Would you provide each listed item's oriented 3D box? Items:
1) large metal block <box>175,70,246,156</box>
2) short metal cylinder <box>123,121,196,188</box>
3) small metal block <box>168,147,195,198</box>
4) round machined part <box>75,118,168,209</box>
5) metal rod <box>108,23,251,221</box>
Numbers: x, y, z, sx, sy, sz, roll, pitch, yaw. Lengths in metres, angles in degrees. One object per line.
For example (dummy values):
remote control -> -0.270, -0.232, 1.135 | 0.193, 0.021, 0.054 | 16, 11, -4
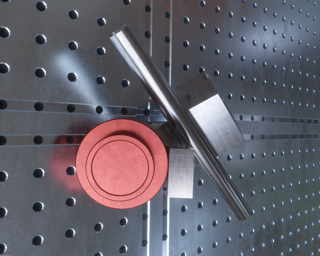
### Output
large metal block -> 0.065, -0.020, 0.415 | 0.080, 0.050, 0.080 | 54, 16, -27
short metal cylinder -> 0.000, 0.031, 0.388 | 0.081, 0.050, 0.079 | 0, 90, -40
small metal block -> 0.022, 0.046, 0.339 | 0.025, 0.050, 0.050 | 3, 89, 0
round machined part -> -0.040, 0.038, 0.327 | 0.099, 0.042, 0.097 | 0, 93, -2
metal rod -> 0.038, 0.012, 0.372 | 0.025, 0.025, 0.300 | -51, 120, -28
